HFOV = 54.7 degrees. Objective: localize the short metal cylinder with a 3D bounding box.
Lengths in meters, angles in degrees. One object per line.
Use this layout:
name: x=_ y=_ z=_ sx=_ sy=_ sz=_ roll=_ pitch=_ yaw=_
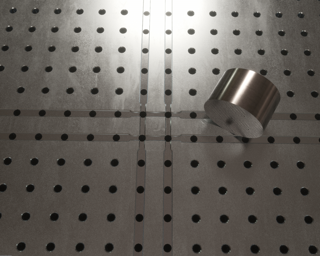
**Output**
short metal cylinder: x=0.104 y=-0.030 z=0.395 sx=0.080 sy=0.080 sz=0.050 roll=30 pitch=73 yaw=10
